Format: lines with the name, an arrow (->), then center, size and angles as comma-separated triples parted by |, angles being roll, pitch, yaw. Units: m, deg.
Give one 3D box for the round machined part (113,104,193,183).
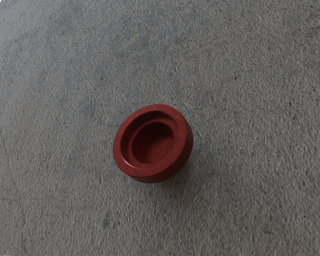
round machined part -> -0.005, 0.022, 0.382 | 0.098, 0.042, 0.098 | -13, 56, 20
